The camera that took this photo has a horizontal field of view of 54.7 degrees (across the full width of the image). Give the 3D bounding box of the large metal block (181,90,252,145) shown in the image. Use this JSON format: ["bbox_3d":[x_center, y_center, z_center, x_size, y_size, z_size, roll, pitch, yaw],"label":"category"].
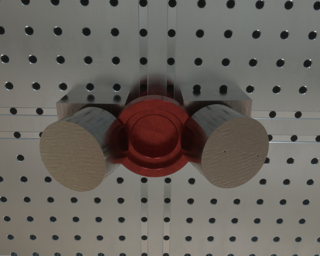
[{"bbox_3d":[0.068,-0.004,0.399,0.080,0.050,0.079,-1,110,0],"label":"large metal block"}]

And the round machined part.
[{"bbox_3d":[-0.007,0.007,0.375,0.099,0.042,0.097,0,110,0],"label":"round machined part"}]

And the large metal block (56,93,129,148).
[{"bbox_3d":[-0.082,0.000,0.399,0.081,0.050,0.079,1,110,-1],"label":"large metal block"}]

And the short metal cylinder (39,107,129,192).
[{"bbox_3d":[-0.082,0.022,0.340,0.080,0.050,0.079,8,113,20],"label":"short metal cylinder"}]

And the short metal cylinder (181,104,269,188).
[{"bbox_3d":[0.070,0.019,0.340,0.081,0.050,0.079,-7,111,-19],"label":"short metal cylinder"}]
